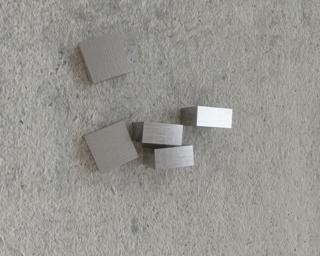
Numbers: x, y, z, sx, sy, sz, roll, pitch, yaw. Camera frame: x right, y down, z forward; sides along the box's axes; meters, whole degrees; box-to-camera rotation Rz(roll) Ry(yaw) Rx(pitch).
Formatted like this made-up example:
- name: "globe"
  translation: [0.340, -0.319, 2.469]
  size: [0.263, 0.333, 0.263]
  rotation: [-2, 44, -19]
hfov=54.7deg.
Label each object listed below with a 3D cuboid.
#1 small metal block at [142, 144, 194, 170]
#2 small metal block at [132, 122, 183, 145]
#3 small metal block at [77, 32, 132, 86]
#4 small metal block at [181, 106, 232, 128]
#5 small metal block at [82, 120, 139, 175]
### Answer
- name: "small metal block"
  translation: [0.009, 0.036, 0.399]
  size: [0.050, 0.050, 0.025]
  rotation: [-4, 92, -20]
- name: "small metal block"
  translation: [-0.005, 0.007, 0.394]
  size: [0.050, 0.050, 0.025]
  rotation: [5, 89, -20]
- name: "small metal block"
  translation: [-0.069, -0.085, 0.383]
  size: [0.050, 0.025, 0.050]
  rotation: [-21, 97, -19]
- name: "small metal block"
  translation: [0.062, -0.014, 0.418]
  size: [0.050, 0.050, 0.025]
  rotation: [4, 89, -20]
- name: "small metal block"
  translation: [-0.062, 0.023, 0.386]
  size: [0.050, 0.025, 0.050]
  rotation: [-24, 98, -18]
